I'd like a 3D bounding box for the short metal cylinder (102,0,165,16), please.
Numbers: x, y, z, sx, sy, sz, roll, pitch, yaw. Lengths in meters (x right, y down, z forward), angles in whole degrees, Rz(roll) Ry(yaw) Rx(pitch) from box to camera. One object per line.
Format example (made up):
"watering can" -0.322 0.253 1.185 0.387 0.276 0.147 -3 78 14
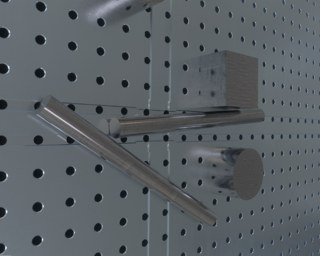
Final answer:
"short metal cylinder" -0.031 -0.180 0.366 0.081 0.050 0.079 0 90 -40

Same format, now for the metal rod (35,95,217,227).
"metal rod" -0.021 0.058 0.392 0.301 0.025 0.025 40 66 -33

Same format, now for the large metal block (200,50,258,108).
"large metal block" 0.109 -0.071 0.484 0.081 0.050 0.079 0 90 -40

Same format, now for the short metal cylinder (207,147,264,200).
"short metal cylinder" 0.121 0.071 0.495 0.081 0.050 0.079 0 90 -40

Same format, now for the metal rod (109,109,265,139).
"metal rod" 0.062 -0.011 0.461 0.302 0.025 0.025 -6 94 -40
